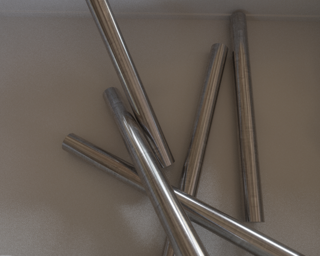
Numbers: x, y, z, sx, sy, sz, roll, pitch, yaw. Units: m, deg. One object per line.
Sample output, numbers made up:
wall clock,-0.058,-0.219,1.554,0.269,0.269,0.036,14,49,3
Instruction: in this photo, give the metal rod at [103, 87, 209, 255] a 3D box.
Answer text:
metal rod,-0.010,0.046,0.324,0.025,0.025,0.300,-23,46,-9

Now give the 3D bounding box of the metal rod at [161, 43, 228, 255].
metal rod,0.050,0.020,0.403,0.025,0.025,0.299,14,70,4

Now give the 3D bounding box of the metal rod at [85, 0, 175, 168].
metal rod,-0.050,-0.090,0.377,0.025,0.025,0.299,-24,97,-9

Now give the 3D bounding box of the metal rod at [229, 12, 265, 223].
metal rod,0.115,-0.028,0.421,0.025,0.025,0.299,1,70,0

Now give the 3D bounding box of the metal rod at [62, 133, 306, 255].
metal rod,0.011,0.079,0.356,0.301,0.025,0.025,25,72,18
